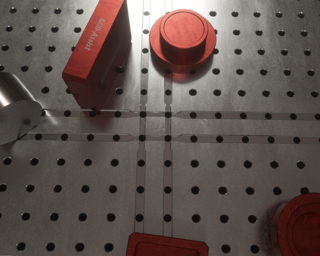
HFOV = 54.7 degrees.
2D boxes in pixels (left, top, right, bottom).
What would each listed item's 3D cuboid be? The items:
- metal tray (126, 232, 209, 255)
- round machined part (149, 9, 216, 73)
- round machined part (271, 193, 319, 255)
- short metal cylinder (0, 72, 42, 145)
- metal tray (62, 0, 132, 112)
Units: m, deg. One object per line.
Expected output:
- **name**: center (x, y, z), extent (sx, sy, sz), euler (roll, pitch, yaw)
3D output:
- **metal tray**: center (0.001, 0.188, 0.340), extent (0.091, 0.030, 0.130), euler (8, 70, 2)
- **round machined part**: center (0.033, -0.133, 0.452), extent (0.099, 0.042, 0.098), euler (0, 70, -1)
- **round machined part**: center (0.177, 0.127, 0.359), extent (0.099, 0.042, 0.098), euler (0, 70, -1)
- **short metal cylinder**: center (-0.199, -0.023, 0.389), extent (0.080, 0.080, 0.050), euler (-39, 75, -13)
- **metal tray**: center (-0.078, -0.097, 0.411), extent (0.030, 0.090, 0.130), euler (18, 71, 6)
